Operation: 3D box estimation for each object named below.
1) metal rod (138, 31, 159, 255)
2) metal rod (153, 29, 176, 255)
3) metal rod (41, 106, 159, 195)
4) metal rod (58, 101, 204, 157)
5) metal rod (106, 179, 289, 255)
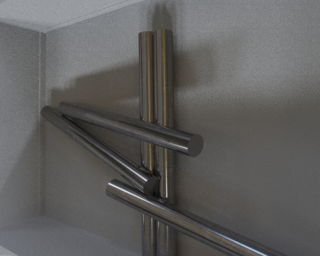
[{"bbox_3d":[-0.014,0.023,0.412,0.025,0.025,0.298,-2,89,39],"label":"metal rod"},{"bbox_3d":[0.006,0.026,0.396,0.025,0.025,0.298,-1,89,39],"label":"metal rod"},{"bbox_3d":[-0.110,0.020,0.477,0.300,0.025,0.025,27,107,42],"label":"metal rod"},{"bbox_3d":[-0.064,-0.008,0.430,0.300,0.025,0.025,15,99,46],"label":"metal rod"},{"bbox_3d":[0.058,0.116,0.333,0.300,0.025,0.025,16,100,33],"label":"metal rod"}]
